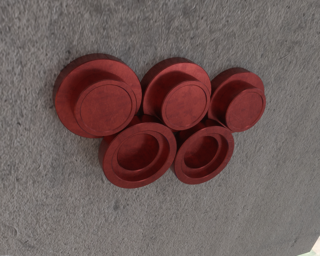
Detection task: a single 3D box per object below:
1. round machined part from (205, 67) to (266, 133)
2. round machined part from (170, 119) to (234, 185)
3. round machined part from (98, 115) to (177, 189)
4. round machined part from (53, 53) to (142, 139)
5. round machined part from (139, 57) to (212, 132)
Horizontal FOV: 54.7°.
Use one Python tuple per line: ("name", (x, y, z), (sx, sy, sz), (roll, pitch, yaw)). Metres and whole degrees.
("round machined part", (0.110, -0.033, 0.439), (0.099, 0.042, 0.097), (-14, 125, -21))
("round machined part", (0.054, 0.030, 0.448), (0.099, 0.042, 0.097), (-14, 125, -21))
("round machined part", (-0.031, 0.026, 0.398), (0.099, 0.042, 0.097), (-14, 125, -21))
("round machined part", (-0.065, -0.030, 0.345), (0.099, 0.042, 0.097), (-14, 125, -21))
("round machined part", (0.024, -0.036, 0.390), (0.099, 0.042, 0.097), (-14, 125, -21))
